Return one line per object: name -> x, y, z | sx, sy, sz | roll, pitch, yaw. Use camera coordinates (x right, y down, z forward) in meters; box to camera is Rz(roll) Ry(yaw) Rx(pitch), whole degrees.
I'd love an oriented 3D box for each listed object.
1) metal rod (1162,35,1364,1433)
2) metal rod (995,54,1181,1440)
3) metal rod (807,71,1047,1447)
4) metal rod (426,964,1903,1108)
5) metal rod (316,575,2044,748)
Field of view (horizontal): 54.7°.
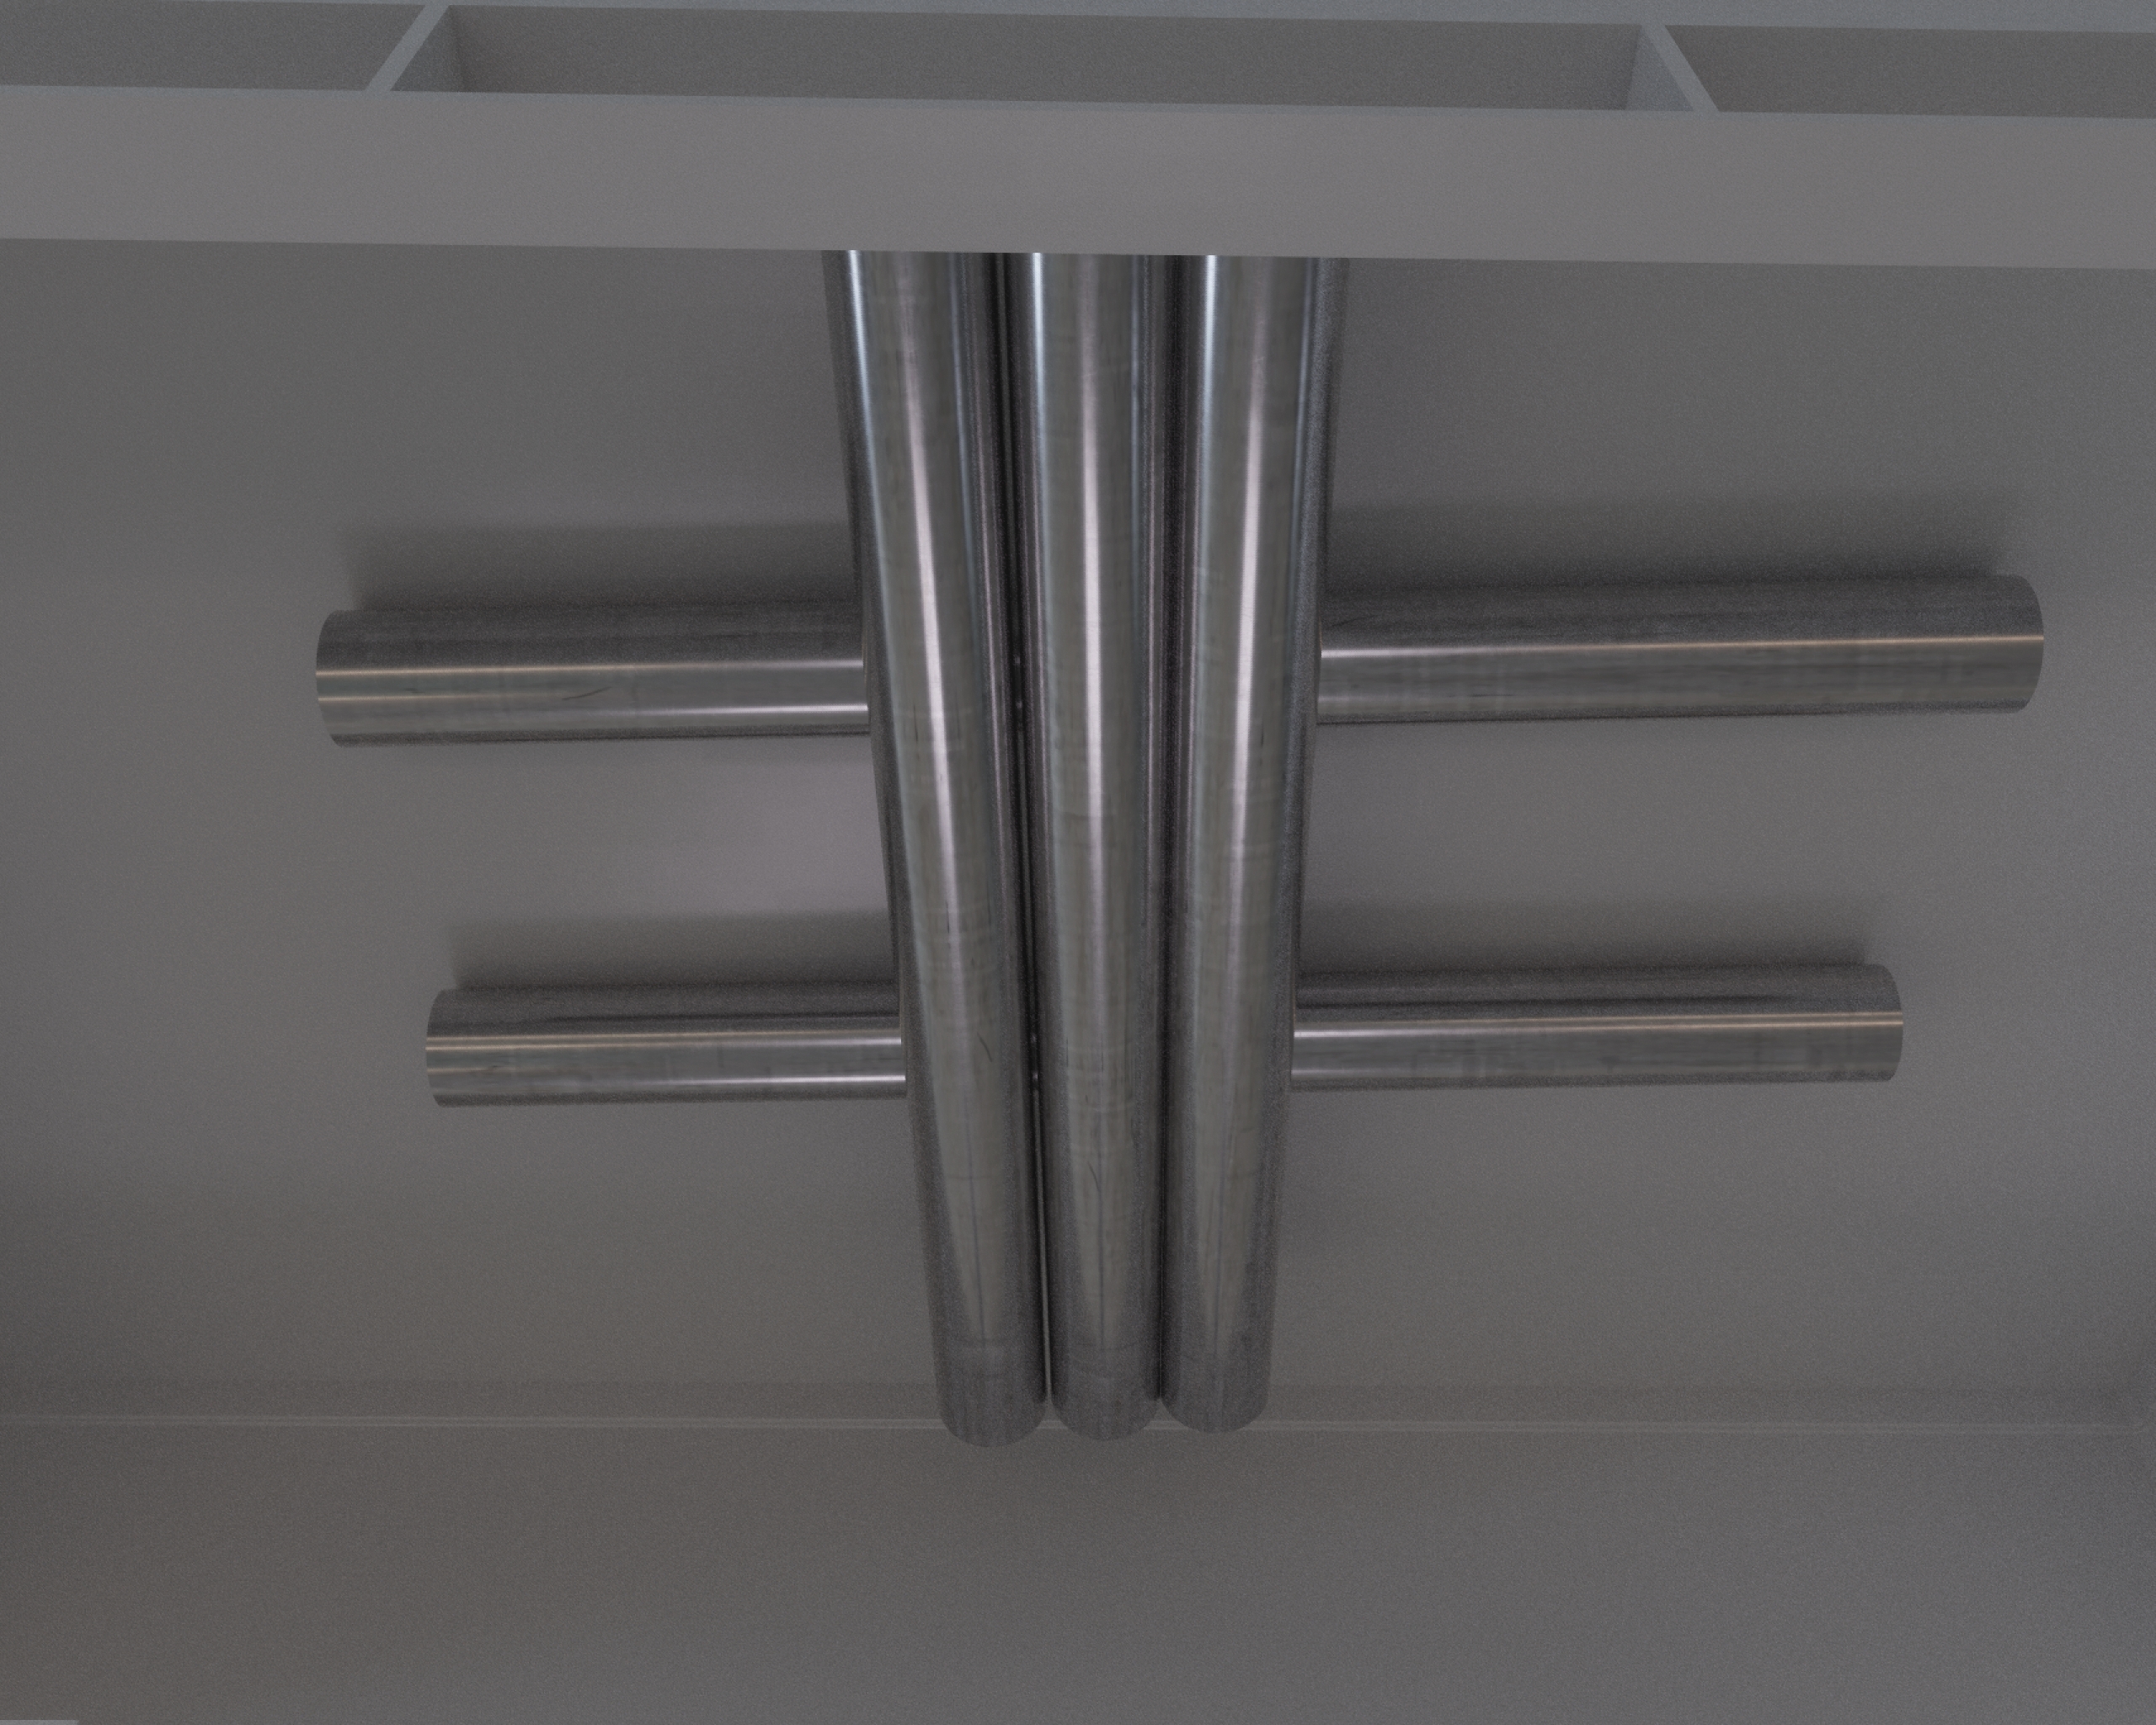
metal rod -> 0.029, 0.006, 0.378 | 0.025, 0.025, 0.298 | -1, 130, 0
metal rod -> 0.004, 0.008, 0.380 | 0.025, 0.025, 0.298 | -1, 130, 0
metal rod -> -0.022, 0.010, 0.381 | 0.025, 0.025, 0.298 | -1, 130, 0
metal rod -> 0.018, 0.036, 0.439 | 0.302, 0.025, 0.025 | -1, 130, 0
metal rod -> 0.018, -0.036, 0.377 | 0.302, 0.025, 0.025 | -1, 130, 0
